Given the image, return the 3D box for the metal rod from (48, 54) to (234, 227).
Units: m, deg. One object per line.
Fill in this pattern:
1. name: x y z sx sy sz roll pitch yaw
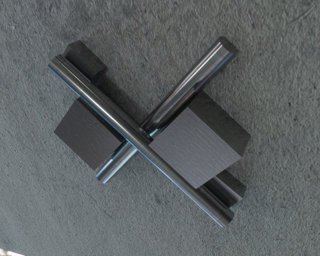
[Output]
1. metal rod: -0.023 0.017 0.398 0.300 0.025 0.025 43 129 -2

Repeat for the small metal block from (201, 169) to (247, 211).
1. small metal block: 0.079 0.083 0.419 0.050 0.025 0.050 40 129 1

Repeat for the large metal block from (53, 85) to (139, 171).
1. large metal block: -0.090 0.001 0.438 0.080 0.050 0.080 45 129 -3

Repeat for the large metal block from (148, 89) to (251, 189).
1. large metal block: 0.047 0.015 0.376 0.080 0.050 0.080 43 129 -2

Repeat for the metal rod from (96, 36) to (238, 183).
1. metal rod: -0.011 -0.003 0.413 0.025 0.025 0.298 43 129 -2

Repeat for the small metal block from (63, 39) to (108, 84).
1. small metal block: -0.106 -0.080 0.416 0.050 0.025 0.050 44 129 -3
